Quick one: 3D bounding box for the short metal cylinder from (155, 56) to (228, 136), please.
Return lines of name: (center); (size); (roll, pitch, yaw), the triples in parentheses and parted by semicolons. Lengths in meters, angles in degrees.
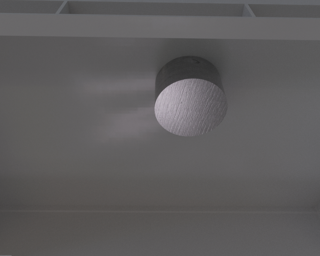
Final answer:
short metal cylinder: (0.034, -0.036, 0.362); (0.080, 0.050, 0.080); (0, 130, 0)
